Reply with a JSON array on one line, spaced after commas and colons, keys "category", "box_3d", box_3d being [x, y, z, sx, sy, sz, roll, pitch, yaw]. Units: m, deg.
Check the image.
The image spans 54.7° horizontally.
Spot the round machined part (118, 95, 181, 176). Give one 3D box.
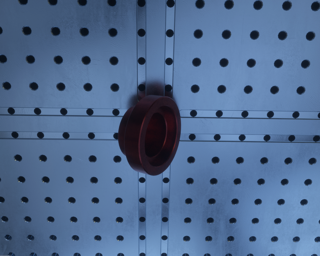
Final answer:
[{"category": "round machined part", "box_3d": [-0.015, 0.007, 0.386, 0.042, 0.099, 0.097, 10, 114, 30]}]
